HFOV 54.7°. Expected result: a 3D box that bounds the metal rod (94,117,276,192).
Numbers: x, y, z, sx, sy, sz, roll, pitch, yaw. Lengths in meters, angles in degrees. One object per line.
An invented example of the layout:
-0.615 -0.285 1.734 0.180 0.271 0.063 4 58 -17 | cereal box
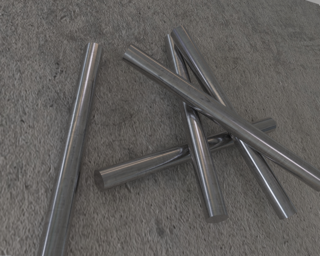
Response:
0.056 0.026 0.417 0.303 0.025 0.025 -14 69 -34 | metal rod

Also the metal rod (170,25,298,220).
0.095 -0.017 0.430 0.025 0.025 0.299 -19 74 -35 | metal rod

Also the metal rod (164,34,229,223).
0.040 -0.024 0.414 0.025 0.025 0.299 9 50 -24 | metal rod

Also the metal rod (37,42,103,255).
-0.094 0.020 0.340 0.025 0.025 0.300 15 55 -20 | metal rod

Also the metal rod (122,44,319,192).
0.085 -0.012 0.394 0.301 0.025 0.025 34 51 -2 | metal rod
